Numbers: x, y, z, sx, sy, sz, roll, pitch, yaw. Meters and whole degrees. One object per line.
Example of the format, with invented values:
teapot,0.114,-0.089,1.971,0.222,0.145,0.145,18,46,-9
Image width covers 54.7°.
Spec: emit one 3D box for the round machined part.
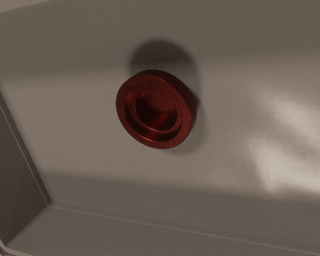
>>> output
round machined part,-0.001,-0.026,0.381,0.098,0.042,0.097,13,124,20
